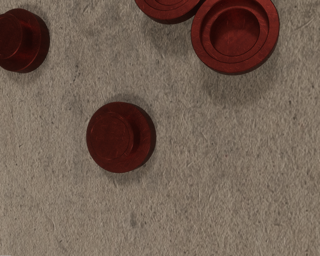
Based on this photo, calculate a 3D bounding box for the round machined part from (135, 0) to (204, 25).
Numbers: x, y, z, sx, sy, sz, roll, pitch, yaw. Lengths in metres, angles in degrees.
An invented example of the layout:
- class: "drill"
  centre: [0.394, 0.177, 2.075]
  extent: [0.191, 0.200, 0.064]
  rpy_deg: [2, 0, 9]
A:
- class: "round machined part"
  centre: [0.017, -0.180, 0.393]
  extent: [0.098, 0.042, 0.097]
  rpy_deg: [0, 90, 19]

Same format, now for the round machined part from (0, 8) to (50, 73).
- class: "round machined part"
  centre: [-0.224, -0.136, 0.477]
  extent: [0.098, 0.042, 0.097]
  rpy_deg: [0, 90, 19]

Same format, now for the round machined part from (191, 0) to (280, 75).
- class: "round machined part"
  centre: [0.090, -0.111, 0.368]
  extent: [0.098, 0.042, 0.097]
  rpy_deg: [0, 90, 19]

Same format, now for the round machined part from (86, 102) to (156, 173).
- class: "round machined part"
  centre: [-0.058, 0.013, 0.419]
  extent: [0.098, 0.042, 0.097]
  rpy_deg: [0, 90, 19]
